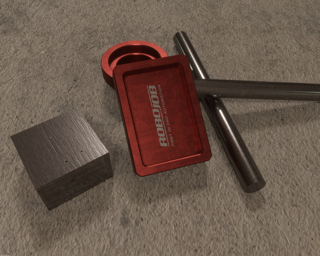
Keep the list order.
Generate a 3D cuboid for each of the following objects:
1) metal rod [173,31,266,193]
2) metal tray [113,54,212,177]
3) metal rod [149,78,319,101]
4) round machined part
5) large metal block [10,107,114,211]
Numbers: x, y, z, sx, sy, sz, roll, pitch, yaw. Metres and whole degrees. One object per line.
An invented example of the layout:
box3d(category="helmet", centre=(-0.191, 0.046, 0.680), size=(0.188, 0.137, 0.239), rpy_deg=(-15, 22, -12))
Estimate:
box3d(category="metal rod", centre=(0.071, -0.045, 0.441), size=(0.025, 0.025, 0.300), rpy_deg=(-11, 51, -9))
box3d(category="metal tray", centre=(0.001, -0.015, 0.368), size=(0.091, 0.030, 0.129), rpy_deg=(-12, 86, -11))
box3d(category="metal rod", centre=(0.134, -0.052, 0.424), size=(0.302, 0.025, 0.025), rpy_deg=(1, 50, -9))
box3d(category="round machined part", centre=(-0.036, -0.085, 0.463), size=(0.099, 0.042, 0.098), rpy_deg=(0, 50, 0))
box3d(category="large metal block", centre=(-0.111, 0.034, 0.357), size=(0.081, 0.050, 0.080), rpy_deg=(-27, 56, -22))
